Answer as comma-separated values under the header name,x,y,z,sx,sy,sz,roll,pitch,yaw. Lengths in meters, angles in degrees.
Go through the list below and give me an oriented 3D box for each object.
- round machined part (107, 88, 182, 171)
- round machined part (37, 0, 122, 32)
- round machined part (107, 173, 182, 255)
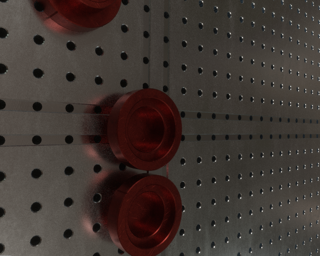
name,x,y,z,sx,sy,sz,roll,pitch,yaw
round machined part,-0.023,0.002,0.381,0.099,0.042,0.097,0,90,-40
round machined part,-0.081,-0.157,0.331,0.099,0.042,0.097,0,90,-40
round machined part,-0.022,0.104,0.381,0.099,0.042,0.097,0,90,-40
